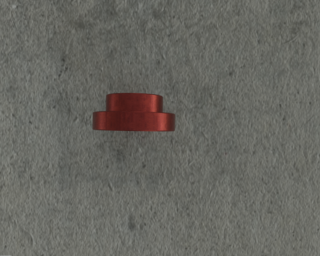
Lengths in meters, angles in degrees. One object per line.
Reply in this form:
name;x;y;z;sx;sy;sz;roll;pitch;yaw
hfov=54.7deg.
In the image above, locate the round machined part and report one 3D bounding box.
round machined part;-0.031;-0.018;0.373;0.099;0.098;0.042;1;90;-1
